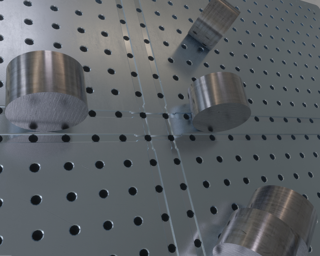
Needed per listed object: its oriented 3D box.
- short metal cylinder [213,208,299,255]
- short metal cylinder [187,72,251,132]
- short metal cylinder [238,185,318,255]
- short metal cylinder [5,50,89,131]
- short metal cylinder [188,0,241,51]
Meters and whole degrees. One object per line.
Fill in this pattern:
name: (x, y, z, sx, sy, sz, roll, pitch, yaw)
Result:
short metal cylinder: (0.107, 0.136, 0.347, 0.080, 0.080, 0.050, 42, 51, 0)
short metal cylinder: (0.082, -0.035, 0.438, 0.081, 0.080, 0.050, 7, 59, -25)
short metal cylinder: (0.143, 0.117, 0.378, 0.080, 0.080, 0.050, 42, 51, 0)
short metal cylinder: (-0.120, -0.037, 0.330, 0.081, 0.080, 0.050, 2, 61, -27)
short metal cylinder: (0.092, -0.181, 0.533, 0.050, 0.080, 0.080, 37, 51, -4)
